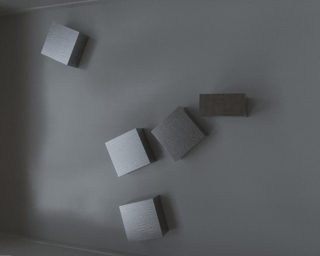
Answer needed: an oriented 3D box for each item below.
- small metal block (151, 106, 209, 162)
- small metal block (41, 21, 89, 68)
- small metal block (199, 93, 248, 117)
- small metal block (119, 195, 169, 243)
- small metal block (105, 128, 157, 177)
[{"bbox_3d":[0.026,0.007,0.401,0.050,0.025,0.050,-42,77,14],"label":"small metal block"},{"bbox_3d":[-0.141,-0.123,0.459,0.050,0.025,0.050,26,98,17],"label":"small metal block"},{"bbox_3d":[0.077,-0.026,0.370,0.050,0.050,0.025,1,91,19],"label":"small metal block"},{"bbox_3d":[-0.021,0.122,0.417,0.050,0.025,0.050,-17,85,18],"label":"small metal block"},{"bbox_3d":[-0.040,0.033,0.424,0.050,0.025,0.050,-25,82,18],"label":"small metal block"}]
